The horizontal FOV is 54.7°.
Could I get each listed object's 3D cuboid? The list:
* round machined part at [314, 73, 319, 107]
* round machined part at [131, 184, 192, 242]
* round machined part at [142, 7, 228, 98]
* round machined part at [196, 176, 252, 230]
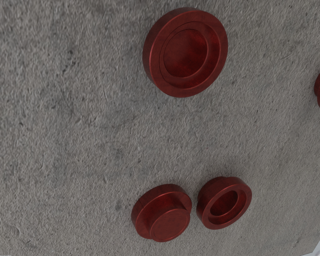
[{"bbox_3d":[0.297,-0.072,0.513,0.099,0.042,0.097,-14,124,-21],"label":"round machined part"},{"bbox_3d":[0.008,0.139,0.486,0.099,0.042,0.097,-14,124,-21],"label":"round machined part"},{"bbox_3d":[0.025,-0.087,0.355,0.099,0.042,0.097,-14,124,-21],"label":"round machined part"},{"bbox_3d":[0.104,0.122,0.528,0.099,0.042,0.097,-14,124,-21],"label":"round machined part"}]
